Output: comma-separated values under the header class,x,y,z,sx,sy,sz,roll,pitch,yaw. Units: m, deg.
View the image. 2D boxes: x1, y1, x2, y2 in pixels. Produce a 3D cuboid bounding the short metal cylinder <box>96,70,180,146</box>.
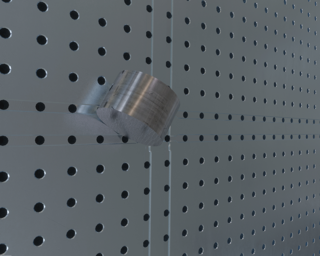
class,x,y,z,sx,sy,sz,roll,pitch,yaw
short metal cylinder,-0.024,-0.021,0.352,0.080,0.080,0.050,40,66,-33
